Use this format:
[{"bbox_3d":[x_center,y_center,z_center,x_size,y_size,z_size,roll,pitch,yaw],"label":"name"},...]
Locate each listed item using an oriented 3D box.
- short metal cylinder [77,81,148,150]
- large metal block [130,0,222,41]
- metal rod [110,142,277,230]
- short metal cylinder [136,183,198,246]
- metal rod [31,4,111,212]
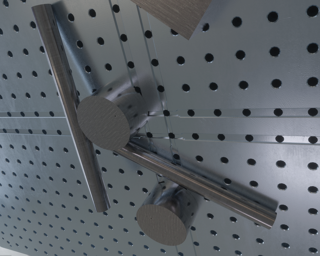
[{"bbox_3d":[-0.063,-0.017,0.418,0.080,0.050,0.079,13,124,21],"label":"short metal cylinder"},{"bbox_3d":[0.022,-0.145,0.294,0.080,0.050,0.079,36,129,4],"label":"large metal block"},{"bbox_3d":[0.015,0.061,0.440,0.301,0.025,0.025,25,127,12],"label":"metal rod"},{"bbox_3d":[0.012,0.130,0.469,0.080,0.050,0.079,13,124,21],"label":"short metal cylinder"},{"bbox_3d":[-0.120,-0.016,0.437,0.025,0.025,0.298,-3,109,30],"label":"metal rod"}]
